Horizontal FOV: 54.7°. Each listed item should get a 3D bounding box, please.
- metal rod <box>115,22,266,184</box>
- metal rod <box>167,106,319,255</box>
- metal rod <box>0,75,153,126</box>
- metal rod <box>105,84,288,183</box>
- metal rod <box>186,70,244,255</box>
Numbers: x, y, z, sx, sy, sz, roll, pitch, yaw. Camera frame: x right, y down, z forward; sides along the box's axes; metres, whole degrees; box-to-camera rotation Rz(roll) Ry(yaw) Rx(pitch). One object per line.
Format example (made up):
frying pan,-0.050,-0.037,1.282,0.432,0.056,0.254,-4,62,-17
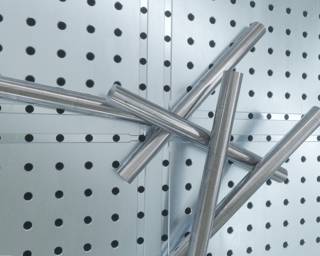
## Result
metal rod,0.051,-0.044,0.432,0.025,0.025,0.301,46,75,-15
metal rod,0.121,0.082,0.431,0.300,0.025,0.025,-45,105,-4
metal rod,-0.148,-0.041,0.357,0.302,0.025,0.025,11,87,-20
metal rod,0.067,0.018,0.418,0.302,0.025,0.025,25,82,-26
metal rod,0.064,0.076,0.395,0.025,0.025,0.298,11,92,-20
